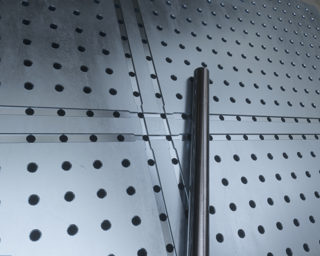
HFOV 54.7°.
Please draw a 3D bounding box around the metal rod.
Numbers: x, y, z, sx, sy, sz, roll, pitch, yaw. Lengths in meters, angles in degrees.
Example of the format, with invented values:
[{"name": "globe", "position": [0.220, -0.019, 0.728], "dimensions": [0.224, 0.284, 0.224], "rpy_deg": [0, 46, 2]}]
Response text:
[{"name": "metal rod", "position": [0.054, 0.034, 0.417], "dimensions": [0.025, 0.025, 0.300], "rpy_deg": [19, 54, -18]}]
